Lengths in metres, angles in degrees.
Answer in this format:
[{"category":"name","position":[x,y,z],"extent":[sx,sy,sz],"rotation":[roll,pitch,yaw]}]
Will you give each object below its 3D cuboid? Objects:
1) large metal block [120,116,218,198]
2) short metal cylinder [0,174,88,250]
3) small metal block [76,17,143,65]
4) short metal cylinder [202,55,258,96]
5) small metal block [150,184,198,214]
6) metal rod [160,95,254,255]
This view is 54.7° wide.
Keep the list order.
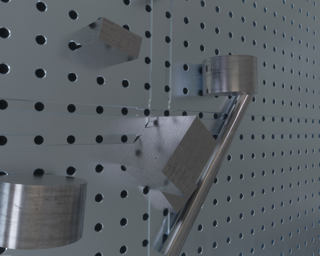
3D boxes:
[{"category":"large metal block","position":[0.011,0.032,0.382],"extent":[0.050,0.080,0.080],"rotation":[49,61,-29]},{"category":"short metal cylinder","position":[-0.109,0.072,0.282],"extent":[0.081,0.080,0.050],"rotation":[8,85,-40]},{"category":"small metal block","position":[-0.057,-0.094,0.345],"extent":[0.050,0.050,0.025],"rotation":[18,79,-39]},{"category":"short metal cylinder","position":[0.103,-0.075,0.460],"extent":[0.081,0.080,0.050],"rotation":[-2,92,-40]},{"category":"small metal block","position":[0.018,0.080,0.424],"extent":[0.050,0.025,0.050],"rotation":[-47,118,-30]},{"category":"metal rod","position":[0.081,0.055,0.477],"extent":[0.025,0.025,0.300],"rotation":[45,63,-31]}]
